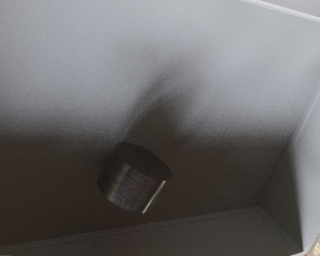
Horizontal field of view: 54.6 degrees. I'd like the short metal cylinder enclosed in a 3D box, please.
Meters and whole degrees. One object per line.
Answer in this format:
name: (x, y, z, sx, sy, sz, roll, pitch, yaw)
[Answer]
short metal cylinder: (-0.032, 0.061, 0.393, 0.080, 0.080, 0.050, 20, 108, -36)
